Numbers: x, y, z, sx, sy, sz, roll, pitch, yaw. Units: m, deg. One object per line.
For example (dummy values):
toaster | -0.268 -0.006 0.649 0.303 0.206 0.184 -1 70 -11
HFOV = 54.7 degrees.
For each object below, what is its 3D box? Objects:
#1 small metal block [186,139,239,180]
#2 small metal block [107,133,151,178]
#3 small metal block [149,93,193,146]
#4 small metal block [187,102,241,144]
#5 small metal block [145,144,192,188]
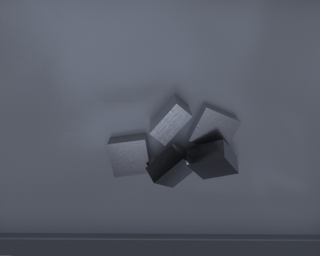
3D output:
small metal block | 0.068 0.042 0.401 0.050 0.025 0.050 -16 142 27
small metal block | -0.041 0.037 0.424 0.050 0.025 0.050 -7 110 2
small metal block | 0.013 -0.012 0.394 0.025 0.050 0.050 38 105 -13
small metal block | 0.071 0.001 0.413 0.050 0.025 0.050 22 108 -9
small metal block | 0.018 0.053 0.417 0.050 0.025 0.050 -42 146 13
